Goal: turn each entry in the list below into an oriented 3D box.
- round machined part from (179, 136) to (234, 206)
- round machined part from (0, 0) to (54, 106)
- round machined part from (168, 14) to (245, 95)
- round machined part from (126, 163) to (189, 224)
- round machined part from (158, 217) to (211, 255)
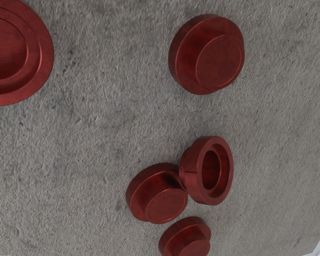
[{"bbox_3d":[0.064,0.060,0.448,0.099,0.042,0.097,1,88,-49],"label":"round machined part"},{"bbox_3d":[-0.147,-0.072,0.271,0.099,0.042,0.097,-14,124,-21],"label":"round machined part"},{"bbox_3d":[0.063,-0.085,0.378,0.099,0.042,0.097,-14,124,-21],"label":"round machined part"},{"bbox_3d":[0.002,0.104,0.461,0.099,0.042,0.097,-14,124,-21],"label":"round machined part"},{"bbox_3d":[0.050,0.210,0.553,0.099,0.042,0.097,-14,124,-21],"label":"round machined part"}]
